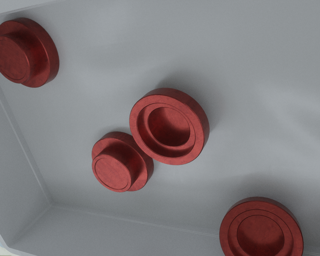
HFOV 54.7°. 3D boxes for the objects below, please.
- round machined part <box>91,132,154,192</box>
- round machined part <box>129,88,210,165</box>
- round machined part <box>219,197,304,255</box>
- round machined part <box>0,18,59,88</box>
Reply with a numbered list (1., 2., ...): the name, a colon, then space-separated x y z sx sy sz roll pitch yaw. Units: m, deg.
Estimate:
1. round machined part: -0.063 0.058 0.466 0.098 0.042 0.097 13 124 21
2. round machined part: 0.015 -0.005 0.387 0.098 0.042 0.097 13 124 21
3. round machined part: 0.129 0.136 0.397 0.098 0.042 0.097 1 92 20
4. round machined part: -0.196 -0.102 0.438 0.098 0.042 0.097 13 124 21
